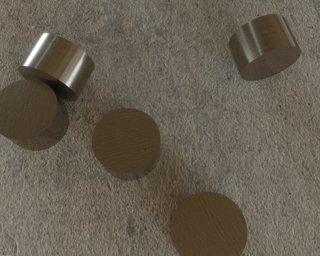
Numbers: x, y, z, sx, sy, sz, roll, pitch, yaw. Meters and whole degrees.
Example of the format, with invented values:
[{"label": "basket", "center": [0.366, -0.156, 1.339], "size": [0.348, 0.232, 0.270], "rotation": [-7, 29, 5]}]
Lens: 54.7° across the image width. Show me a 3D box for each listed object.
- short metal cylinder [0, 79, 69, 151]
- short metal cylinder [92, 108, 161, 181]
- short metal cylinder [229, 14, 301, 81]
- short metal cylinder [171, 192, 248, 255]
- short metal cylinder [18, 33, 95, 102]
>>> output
[{"label": "short metal cylinder", "center": [-0.165, -0.015, 0.399], "size": [0.081, 0.050, 0.080], "rotation": [0, 70, 0]}, {"label": "short metal cylinder", "center": [-0.040, 0.021, 0.387], "size": [0.081, 0.050, 0.080], "rotation": [0, 70, 0]}, {"label": "short metal cylinder", "center": [0.140, -0.106, 0.419], "size": [0.081, 0.080, 0.050], "rotation": [-14, 71, -5]}, {"label": "short metal cylinder", "center": [0.053, 0.116, 0.353], "size": [0.081, 0.050, 0.080], "rotation": [0, 70, 0]}, {"label": "short metal cylinder", "center": [-0.134, -0.077, 0.406], "size": [0.080, 0.080, 0.050], "rotation": [21, 72, 7]}]
